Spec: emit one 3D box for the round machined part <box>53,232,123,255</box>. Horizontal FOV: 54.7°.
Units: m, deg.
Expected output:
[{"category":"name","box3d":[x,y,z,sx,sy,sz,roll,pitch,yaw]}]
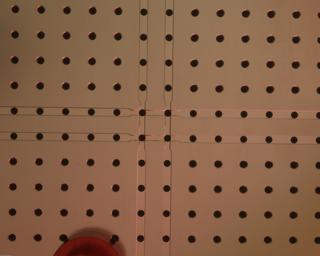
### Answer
[{"category":"round machined part","box3d":[-0.097,0.191,0.404,0.099,0.042,0.097,0,90,-1]}]
